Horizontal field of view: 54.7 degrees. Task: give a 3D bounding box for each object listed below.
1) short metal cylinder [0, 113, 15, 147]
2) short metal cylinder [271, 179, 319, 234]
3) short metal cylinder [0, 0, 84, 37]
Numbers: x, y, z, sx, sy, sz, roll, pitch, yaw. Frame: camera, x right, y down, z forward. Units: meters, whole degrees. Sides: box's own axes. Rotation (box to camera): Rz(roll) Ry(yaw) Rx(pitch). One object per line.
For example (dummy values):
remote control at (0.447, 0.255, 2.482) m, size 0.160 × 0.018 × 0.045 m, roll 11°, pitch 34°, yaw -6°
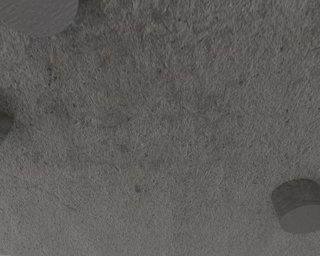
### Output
short metal cylinder at (-0.224, 0.012, 0.379) m, size 0.050 × 0.080 × 0.080 m, roll 33°, pitch 123°, yaw -25°
short metal cylinder at (0.228, 0.127, 0.501) m, size 0.081 × 0.050 × 0.079 m, roll 0°, pitch 130°, yaw 0°
short metal cylinder at (-0.109, -0.130, 0.279) m, size 0.081 × 0.050 × 0.079 m, roll 0°, pitch 130°, yaw 0°
